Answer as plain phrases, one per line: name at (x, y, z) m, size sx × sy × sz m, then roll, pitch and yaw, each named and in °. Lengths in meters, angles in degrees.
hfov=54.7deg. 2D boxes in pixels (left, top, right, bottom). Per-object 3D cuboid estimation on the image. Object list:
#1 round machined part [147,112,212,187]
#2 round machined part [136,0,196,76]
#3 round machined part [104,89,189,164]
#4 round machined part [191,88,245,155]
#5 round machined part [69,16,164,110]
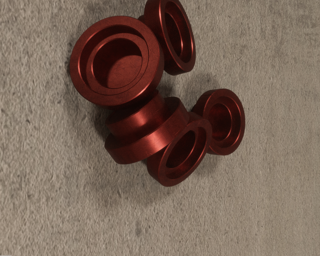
round machined part at (0.019, 0.022, 0.394) m, size 0.099 × 0.042 × 0.097 m, roll -32°, pitch 140°, yaw -32°
round machined part at (0.006, -0.113, 0.385) m, size 0.098 × 0.042 × 0.098 m, roll 31°, pitch 54°, yaw -55°
round machined part at (-0.021, -0.008, 0.342) m, size 0.098 × 0.098 × 0.042 m, roll -45°, pitch 113°, yaw -31°
round machined part at (0.082, -0.009, 0.465) m, size 0.099 × 0.042 × 0.097 m, roll 0°, pitch 90°, yaw -40°
round machined part at (-0.043, -0.066, 0.335) m, size 0.042 × 0.098 × 0.098 m, roll 37°, pitch 62°, yaw -72°
